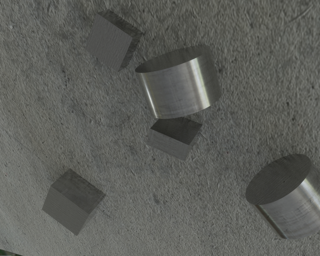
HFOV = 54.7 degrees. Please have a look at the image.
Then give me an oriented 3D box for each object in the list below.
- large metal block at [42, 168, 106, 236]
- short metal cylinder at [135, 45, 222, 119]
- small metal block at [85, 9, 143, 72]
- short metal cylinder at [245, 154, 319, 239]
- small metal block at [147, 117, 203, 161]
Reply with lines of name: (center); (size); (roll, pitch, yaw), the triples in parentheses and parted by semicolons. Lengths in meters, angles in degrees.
large metal block: (-0.154, 0.132, 0.551); (0.080, 0.050, 0.079); (35, 129, 4)
short metal cylinder: (0.020, -0.050, 0.329); (0.080, 0.080, 0.050); (-5, 116, 30)
small metal block: (-0.056, -0.104, 0.370); (0.050, 0.025, 0.050); (36, 129, 4)
short metal cylinder: (0.143, 0.074, 0.341); (0.080, 0.080, 0.050); (-34, 99, 38)
small metal block: (0.019, 0.008, 0.385); (0.050, 0.050, 0.025); (23, 127, 13)
